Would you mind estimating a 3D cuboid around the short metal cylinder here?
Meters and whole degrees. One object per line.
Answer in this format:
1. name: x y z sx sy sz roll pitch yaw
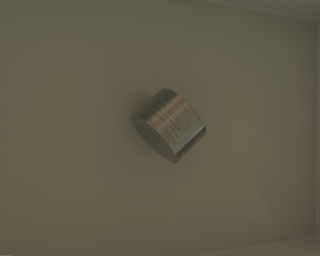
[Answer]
1. short metal cylinder: 0.010 -0.003 0.383 0.050 0.080 0.080 -43 104 -15
